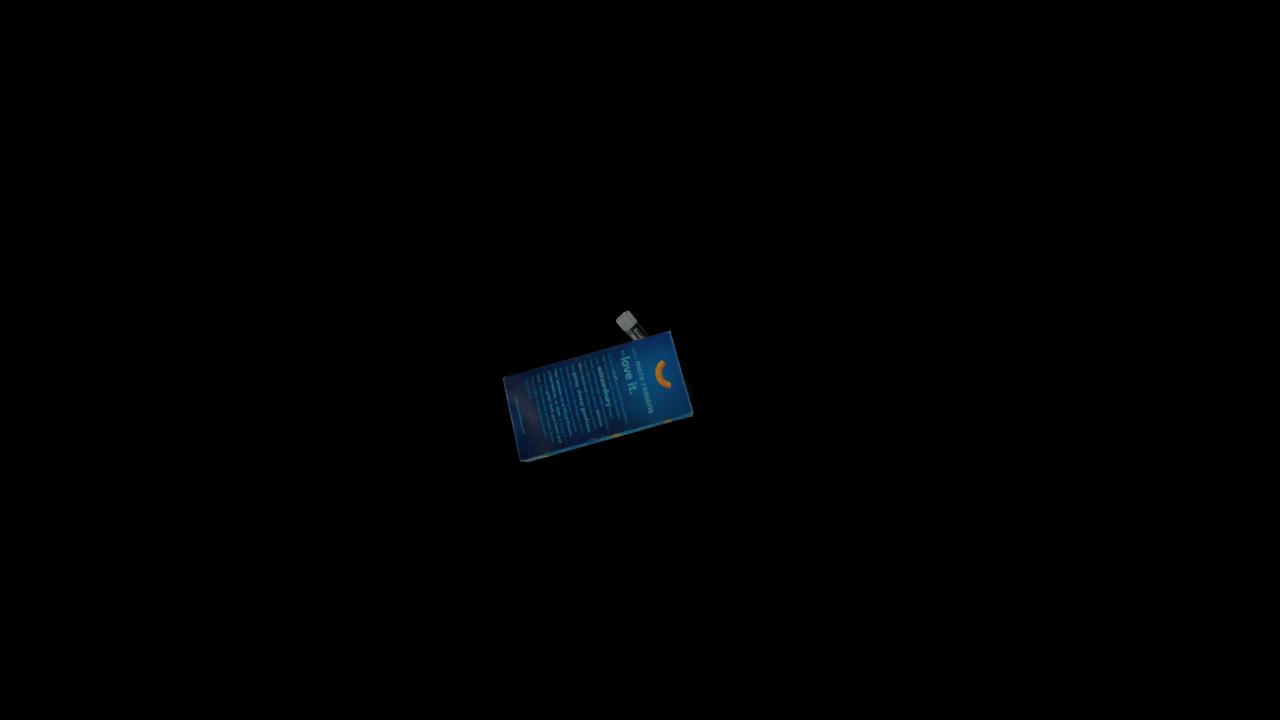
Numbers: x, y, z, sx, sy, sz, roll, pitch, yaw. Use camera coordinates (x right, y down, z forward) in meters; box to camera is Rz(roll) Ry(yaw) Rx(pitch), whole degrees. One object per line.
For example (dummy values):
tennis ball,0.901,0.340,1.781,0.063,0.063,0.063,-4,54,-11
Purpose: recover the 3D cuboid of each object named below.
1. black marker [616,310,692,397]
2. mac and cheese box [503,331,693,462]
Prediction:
black marker,0.018,-0.004,0.683,0.020,0.121,0.020,-37,15,12
mac and cheese box,-0.044,0.039,0.649,0.184,0.093,0.041,-15,-14,1
